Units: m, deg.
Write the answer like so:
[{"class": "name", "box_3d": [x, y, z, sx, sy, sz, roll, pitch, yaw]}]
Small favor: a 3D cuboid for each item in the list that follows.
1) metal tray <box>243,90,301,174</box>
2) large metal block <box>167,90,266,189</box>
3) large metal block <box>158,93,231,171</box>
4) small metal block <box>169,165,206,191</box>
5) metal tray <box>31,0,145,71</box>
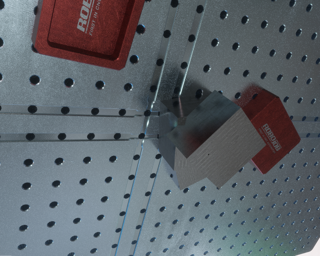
[{"class": "metal tray", "box_3d": [0.171, 0.011, 0.508, 0.090, 0.030, 0.130, -44, 129, 2]}, {"class": "large metal block", "box_3d": [0.070, 0.015, 0.377, 0.080, 0.050, 0.080, -44, 129, 2]}, {"class": "large metal block", "box_3d": [0.046, 0.003, 0.422, 0.081, 0.050, 0.079, -12, 123, -22]}, {"class": "small metal block", "box_3d": [0.043, 0.060, 0.472, 0.050, 0.025, 0.050, -24, 127, -14]}, {"class": "metal tray", "box_3d": [-0.062, -0.128, 0.294, 0.091, 0.030, 0.129, 7, 115, -32]}]
